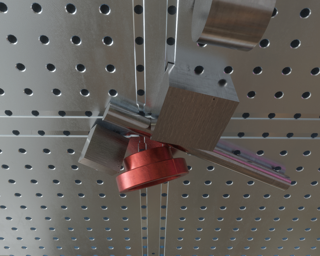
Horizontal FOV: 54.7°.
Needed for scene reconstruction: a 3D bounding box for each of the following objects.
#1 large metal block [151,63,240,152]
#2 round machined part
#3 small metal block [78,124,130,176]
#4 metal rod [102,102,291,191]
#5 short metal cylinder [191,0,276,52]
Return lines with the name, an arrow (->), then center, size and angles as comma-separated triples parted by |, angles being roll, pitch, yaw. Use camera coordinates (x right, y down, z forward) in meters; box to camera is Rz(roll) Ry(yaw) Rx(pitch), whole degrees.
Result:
large metal block -> 0.038, -0.023, 0.376 | 0.081, 0.050, 0.079 | 11, 129, -10
round machined part -> -0.013, 0.055, 0.427 | 0.099, 0.042, 0.098 | -15, 166, -4
small metal block -> -0.074, 0.030, 0.416 | 0.050, 0.050, 0.025 | 27, 149, -21
metal rod -> 0.065, 0.033, 0.440 | 0.302, 0.025, 0.025 | 22, 127, -19
short metal cylinder -> 0.063, -0.114, 0.280 | 0.050, 0.080, 0.079 | 8, 130, -7
